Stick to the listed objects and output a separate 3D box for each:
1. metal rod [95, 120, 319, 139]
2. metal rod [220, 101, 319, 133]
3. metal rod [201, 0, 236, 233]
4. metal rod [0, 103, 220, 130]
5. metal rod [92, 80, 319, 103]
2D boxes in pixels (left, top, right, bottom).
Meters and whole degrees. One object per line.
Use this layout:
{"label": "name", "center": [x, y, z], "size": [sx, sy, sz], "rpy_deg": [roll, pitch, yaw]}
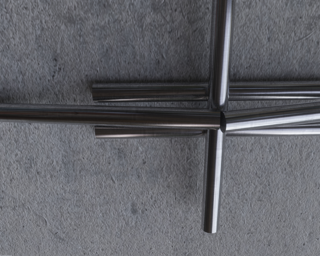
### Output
{"label": "metal rod", "center": [0.067, 0.000, 0.411], "size": [0.302, 0.025, 0.025], "rpy_deg": [-1, 110, -1]}
{"label": "metal rod", "center": [0.220, -0.023, 0.379], "size": [0.302, 0.025, 0.025], "rpy_deg": [-6, 111, -9]}
{"label": "metal rod", "center": [0.070, 0.001, 0.386], "size": [0.025, 0.025, 0.298], "rpy_deg": [0, 110, 0]}
{"label": "metal rod", "center": [-0.080, -0.015, 0.377], "size": [0.302, 0.025, 0.025], "rpy_deg": [2, 111, 9]}
{"label": "metal rod", "center": [0.067, -0.046, 0.394], "size": [0.302, 0.025, 0.025], "rpy_deg": [-1, 110, -1]}
